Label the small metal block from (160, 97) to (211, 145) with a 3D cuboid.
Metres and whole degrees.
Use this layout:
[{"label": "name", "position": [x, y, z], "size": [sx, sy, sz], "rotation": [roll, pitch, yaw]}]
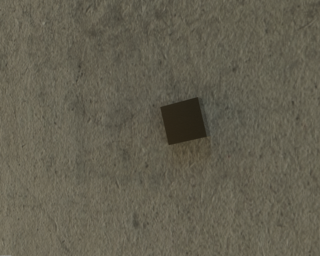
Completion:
[{"label": "small metal block", "position": [0.033, -0.008, 0.398], "size": [0.050, 0.025, 0.050], "rotation": [-14, 85, 19]}]
